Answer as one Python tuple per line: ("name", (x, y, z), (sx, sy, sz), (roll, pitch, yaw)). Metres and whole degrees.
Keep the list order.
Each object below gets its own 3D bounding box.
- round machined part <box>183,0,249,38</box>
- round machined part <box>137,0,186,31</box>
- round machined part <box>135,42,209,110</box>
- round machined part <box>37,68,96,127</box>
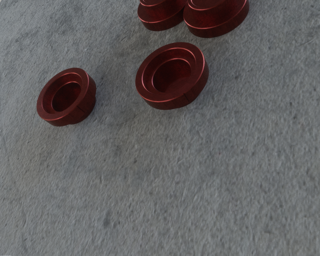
("round machined part", (0.080, -0.187, 0.465), (0.098, 0.042, 0.098), (-13, 56, 20))
("round machined part", (0.005, -0.214, 0.520), (0.098, 0.042, 0.098), (-13, 56, 20))
("round machined part", (0.020, -0.066, 0.422), (0.098, 0.042, 0.098), (-13, 56, 20))
("round machined part", (-0.142, -0.044, 0.493), (0.098, 0.042, 0.098), (-13, 56, 20))
